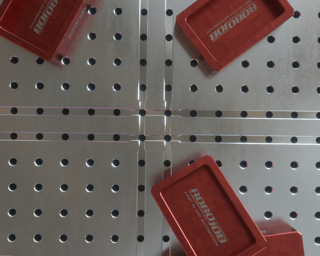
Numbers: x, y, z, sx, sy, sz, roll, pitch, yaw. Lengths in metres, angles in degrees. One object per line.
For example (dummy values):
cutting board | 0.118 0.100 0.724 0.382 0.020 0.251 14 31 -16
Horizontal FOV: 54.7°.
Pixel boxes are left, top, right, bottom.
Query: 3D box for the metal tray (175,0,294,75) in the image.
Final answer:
metal tray | 0.097 -0.145 0.412 0.130 0.030 0.090 -37 90 -1

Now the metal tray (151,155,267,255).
metal tray | 0.058 0.111 0.391 0.090 0.030 0.130 -30 76 -6

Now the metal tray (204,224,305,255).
metal tray | 0.124 0.185 0.413 0.131 0.030 0.089 -8 90 -1

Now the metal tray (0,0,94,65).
metal tray | -0.149 -0.161 0.408 0.090 0.030 0.130 29 90 -1
